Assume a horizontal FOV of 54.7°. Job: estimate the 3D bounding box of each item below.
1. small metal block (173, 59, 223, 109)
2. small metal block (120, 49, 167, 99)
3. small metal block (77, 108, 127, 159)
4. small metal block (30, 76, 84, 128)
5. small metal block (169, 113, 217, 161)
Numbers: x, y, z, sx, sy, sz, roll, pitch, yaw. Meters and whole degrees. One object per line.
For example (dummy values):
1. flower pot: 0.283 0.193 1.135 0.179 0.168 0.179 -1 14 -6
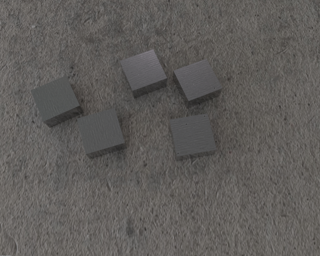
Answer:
1. small metal block: 0.051 -0.062 0.431 0.050 0.025 0.050 -22 72 -8
2. small metal block: -0.023 -0.076 0.436 0.050 0.025 0.050 -21 72 -8
3. small metal block: -0.075 0.007 0.405 0.050 0.025 0.050 -16 71 -6
4. small metal block: -0.139 -0.036 0.420 0.050 0.025 0.050 -25 72 -9
5. small metal block: 0.042 0.012 0.404 0.050 0.025 0.050 -10 70 -4
